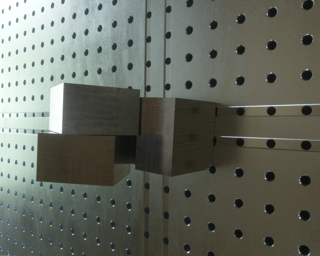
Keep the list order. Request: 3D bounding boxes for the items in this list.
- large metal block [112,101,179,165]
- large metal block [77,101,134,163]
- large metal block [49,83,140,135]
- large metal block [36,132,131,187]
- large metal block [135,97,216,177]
[{"bbox_3d":[-0.022,0.004,0.406,0.080,0.050,0.079,4,92,39],"label":"large metal block"},{"bbox_3d":[-0.082,0.004,0.439,0.050,0.081,0.079,3,92,40],"label":"large metal block"},{"bbox_3d":[-0.077,-0.020,0.351,0.080,0.081,0.050,6,93,62],"label":"large metal block"},{"bbox_3d":[-0.081,0.030,0.351,0.080,0.080,0.050,3,92,6],"label":"large metal block"},{"bbox_3d":[0.020,0.008,0.355,0.050,0.081,0.079,5,93,39],"label":"large metal block"}]
